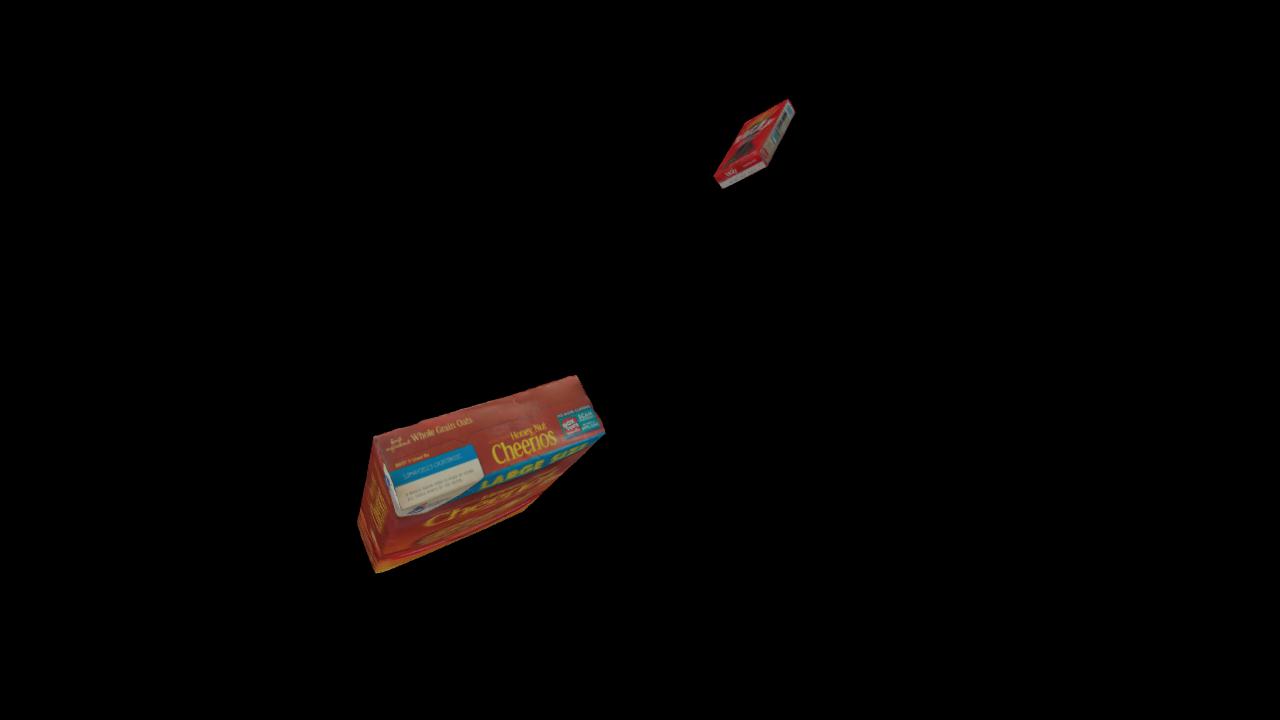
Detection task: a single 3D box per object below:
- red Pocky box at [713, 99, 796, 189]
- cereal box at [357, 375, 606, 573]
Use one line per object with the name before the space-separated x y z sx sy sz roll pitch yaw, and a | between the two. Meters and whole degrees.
red Pocky box | 0.167 -0.315 0.893 0.083 0.155 0.028 -17 -55 46
cereal box | -0.187 0.133 0.670 0.203 0.081 0.306 -17 -17 -34
